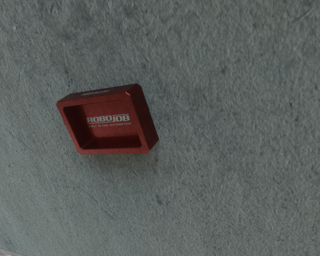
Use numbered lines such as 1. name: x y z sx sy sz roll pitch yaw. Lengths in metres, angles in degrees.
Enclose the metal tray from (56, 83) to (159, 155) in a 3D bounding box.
1. metal tray: -0.075 -0.009 0.438 0.130 0.030 0.090 -4 117 30
